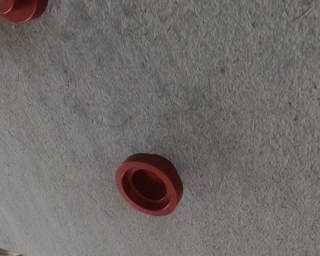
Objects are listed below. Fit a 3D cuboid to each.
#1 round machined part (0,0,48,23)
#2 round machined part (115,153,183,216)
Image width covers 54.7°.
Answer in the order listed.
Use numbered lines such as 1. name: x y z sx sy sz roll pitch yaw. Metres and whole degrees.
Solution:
1. round machined part: -0.192 -0.181 0.385 0.098 0.042 0.097 13 124 21
2. round machined part: -0.012 0.077 0.450 0.098 0.042 0.097 13 124 21
